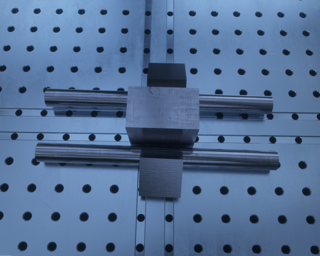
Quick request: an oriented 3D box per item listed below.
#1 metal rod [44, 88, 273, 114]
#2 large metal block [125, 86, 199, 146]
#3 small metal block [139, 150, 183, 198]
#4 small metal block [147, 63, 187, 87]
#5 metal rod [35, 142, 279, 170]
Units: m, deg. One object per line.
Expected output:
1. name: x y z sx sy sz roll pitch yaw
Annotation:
1. metal rod: -0.002 -0.036 0.420 0.302 0.025 0.025 2 70 0
2. large metal block: 0.003 -0.010 0.381 0.081 0.080 0.050 2 70 0
3. small metal block: 0.001 0.055 0.375 0.050 0.025 0.050 3 108 0
4. small metal block: 0.009 -0.066 0.420 0.050 0.025 0.050 1 36 0
5. metal rod: -0.004 0.036 0.395 0.302 0.025 0.025 2 70 0
